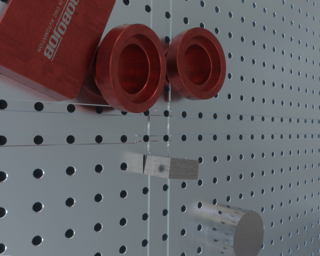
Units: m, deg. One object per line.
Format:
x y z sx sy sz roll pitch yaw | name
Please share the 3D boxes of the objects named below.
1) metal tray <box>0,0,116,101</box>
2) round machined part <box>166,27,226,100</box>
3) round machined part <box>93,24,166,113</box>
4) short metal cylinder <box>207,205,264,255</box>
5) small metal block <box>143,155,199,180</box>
-0.108 -0.104 0.315 0.090 0.030 0.130 28 72 -37 | metal tray
0.046 -0.088 0.437 0.099 0.042 0.097 0 90 -40 | round machined part
-0.038 -0.068 0.355 0.099 0.042 0.097 -19 113 -52 | round machined part
0.122 0.168 0.496 0.081 0.050 0.079 0 90 -40 | short metal cylinder
0.015 0.051 0.406 0.050 0.050 0.025 9 84 -40 | small metal block
